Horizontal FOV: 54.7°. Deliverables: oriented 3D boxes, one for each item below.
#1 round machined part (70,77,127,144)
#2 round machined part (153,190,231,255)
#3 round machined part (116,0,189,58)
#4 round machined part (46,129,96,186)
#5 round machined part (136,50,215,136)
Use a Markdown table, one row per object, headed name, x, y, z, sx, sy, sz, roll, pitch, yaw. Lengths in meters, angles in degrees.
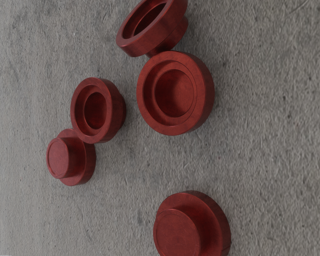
| name | x | y | z | sx | sy | sz | roll | pitch | yaw |
| --- | --- | --- | --- | --- | --- | --- | --- | --- | --- |
| round machined part | -0.089 | -0.026 | 0.468 | 0.098 | 0.042 | 0.097 | 0 | 90 | 40 |
| round machined part | 0.030 | 0.127 | 0.369 | 0.098 | 0.042 | 0.097 | 0 | 90 | 40 |
| round machined part | -0.004 | -0.124 | 0.379 | 0.098 | 0.042 | 0.098 | -30 | 39 | 28 |
| round machined part | -0.156 | 0.050 | 0.523 | 0.098 | 0.042 | 0.097 | 0 | 90 | 40 |
| round machined part | 0.022 | -0.041 | 0.371 | 0.098 | 0.042 | 0.097 | 6 | 100 | 37 |
